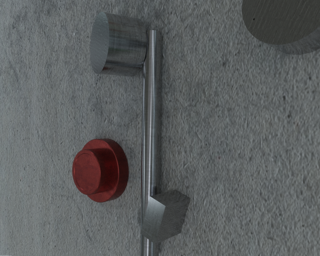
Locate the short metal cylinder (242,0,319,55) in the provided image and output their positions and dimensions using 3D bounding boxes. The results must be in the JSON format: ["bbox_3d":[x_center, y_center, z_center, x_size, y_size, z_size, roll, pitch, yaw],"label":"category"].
[{"bbox_3d":[0.124,-0.112,0.286,0.080,0.050,0.079,0,90,40],"label":"short metal cylinder"}]

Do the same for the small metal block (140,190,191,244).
[{"bbox_3d":[0.007,0.108,0.383,0.025,0.050,0.050,23,105,37],"label":"small metal block"}]

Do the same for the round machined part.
[{"bbox_3d":[-0.097,0.065,0.474,0.098,0.042,0.097,0,90,40],"label":"round machined part"}]

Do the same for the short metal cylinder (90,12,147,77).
[{"bbox_3d":[-0.059,-0.112,0.421,0.080,0.050,0.080,-1,89,61],"label":"short metal cylinder"}]

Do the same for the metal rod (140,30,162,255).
[{"bbox_3d":[-0.012,0.022,0.414,0.025,0.025,0.298,1,91,40],"label":"metal rod"}]
